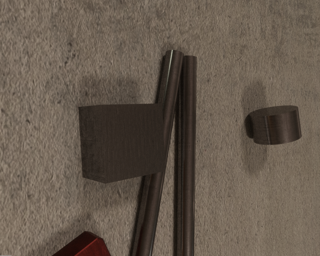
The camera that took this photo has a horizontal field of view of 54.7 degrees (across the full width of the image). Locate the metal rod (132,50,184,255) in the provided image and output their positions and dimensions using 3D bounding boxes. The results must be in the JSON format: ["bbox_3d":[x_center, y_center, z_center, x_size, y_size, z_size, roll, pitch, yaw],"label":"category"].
[{"bbox_3d":[-0.004,0.044,0.403,0.025,0.025,0.298,16,80,-39],"label":"metal rod"}]

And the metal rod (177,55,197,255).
[{"bbox_3d":[0.038,0.049,0.438,0.025,0.025,0.298,1,89,-40],"label":"metal rod"}]

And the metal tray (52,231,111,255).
[{"bbox_3d":[-0.103,0.183,0.317,0.131,0.030,0.090,-32,110,-36],"label":"metal tray"}]

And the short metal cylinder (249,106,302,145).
[{"bbox_3d":[0.201,-0.006,0.541,0.081,0.080,0.050,-20,103,-39],"label":"short metal cylinder"}]

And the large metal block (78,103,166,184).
[{"bbox_3d":[-0.042,0.014,0.355,0.081,0.050,0.079,-5,93,-40],"label":"large metal block"}]
